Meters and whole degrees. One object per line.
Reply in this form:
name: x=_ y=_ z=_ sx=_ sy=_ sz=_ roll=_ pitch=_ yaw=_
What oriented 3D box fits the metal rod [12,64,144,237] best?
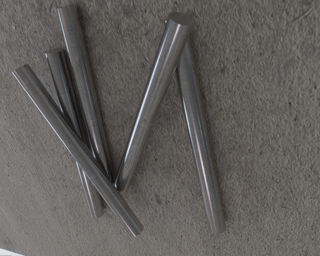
metal rod: x=-0.114 y=0.042 z=0.458 sx=0.025 sy=0.025 sz=0.299 roll=-22 pitch=107 yaw=36

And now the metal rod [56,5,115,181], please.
metal rod: x=-0.098 y=-0.018 z=0.447 sx=0.025 sy=0.025 sz=0.298 roll=8 pitch=122 yaw=24

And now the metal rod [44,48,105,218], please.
metal rod: x=-0.128 y=0.025 z=0.490 sx=0.025 sy=0.025 sz=0.298 roll=8 pitch=122 yaw=24

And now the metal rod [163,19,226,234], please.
metal rod: x=0.050 y=0.015 z=0.389 sx=0.025 sy=0.025 sz=0.298 roll=0 pitch=119 yaw=28

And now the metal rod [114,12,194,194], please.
metal rod: x=-0.021 y=-0.004 z=0.396 sx=0.025 sy=0.025 sz=0.298 roll=31 pitch=134 yaw=8
